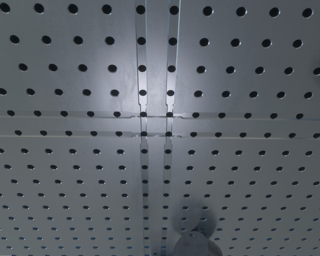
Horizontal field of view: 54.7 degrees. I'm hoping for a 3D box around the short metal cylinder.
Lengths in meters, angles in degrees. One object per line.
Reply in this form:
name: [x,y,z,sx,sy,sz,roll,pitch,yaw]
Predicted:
short metal cylinder: [0.070,0.243,0.583,0.080,0.080,0.050,-31,124,23]
